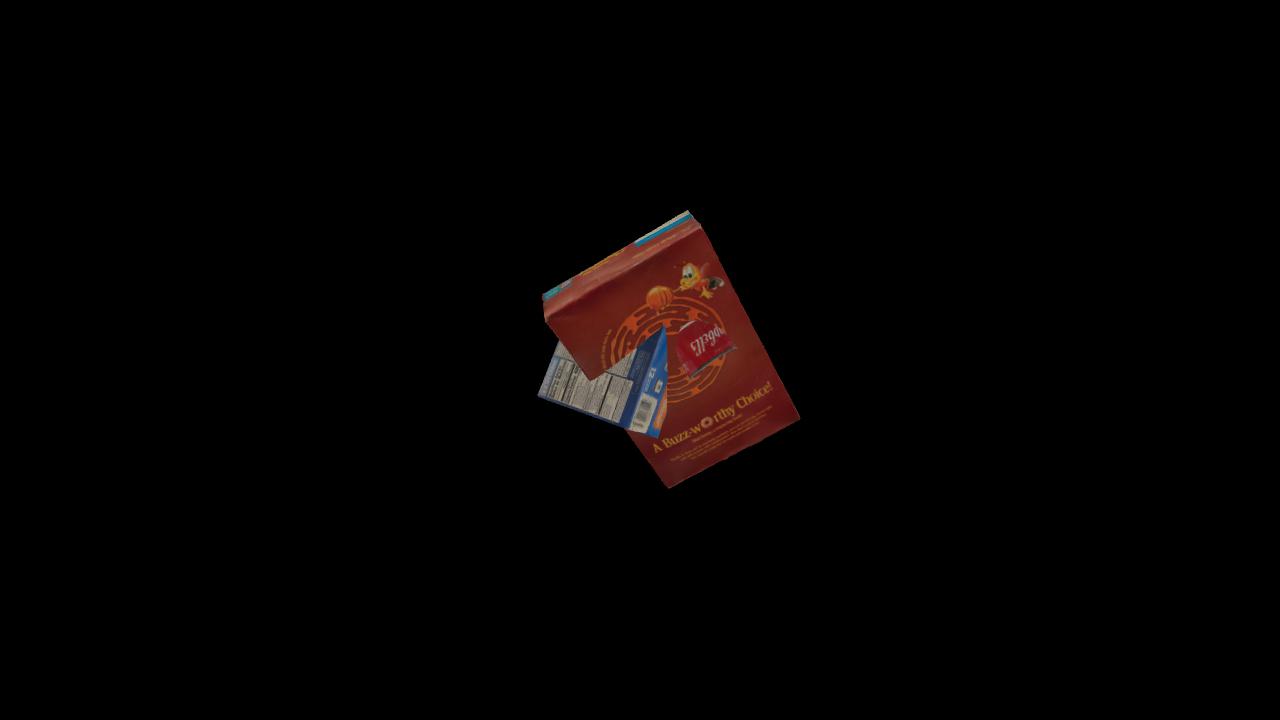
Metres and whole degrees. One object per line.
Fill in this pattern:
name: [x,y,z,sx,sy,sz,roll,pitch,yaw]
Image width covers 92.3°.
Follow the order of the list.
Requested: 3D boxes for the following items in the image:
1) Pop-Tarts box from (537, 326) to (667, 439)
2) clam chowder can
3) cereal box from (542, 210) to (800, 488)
Pop-Tarts box: [-0.024,-0.006,0.760,0.141,0.167,0.083,16,-8,31]
clam chowder can: [0.060,-0.036,0.731,0.068,0.102,0.068,-32,-11,-7]
cereal box: [0.046,-0.002,0.763,0.203,0.306,0.081,-30,28,7]
